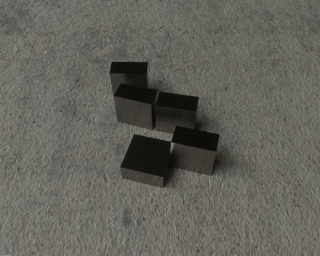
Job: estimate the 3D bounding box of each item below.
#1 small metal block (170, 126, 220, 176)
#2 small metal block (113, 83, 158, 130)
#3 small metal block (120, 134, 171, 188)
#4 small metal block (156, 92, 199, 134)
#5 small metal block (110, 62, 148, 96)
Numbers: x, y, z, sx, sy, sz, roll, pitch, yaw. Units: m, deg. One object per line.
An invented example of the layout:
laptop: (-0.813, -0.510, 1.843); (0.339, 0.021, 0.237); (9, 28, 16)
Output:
small metal block: (0.040, 0.027, 0.364); (0.050, 0.050, 0.025); (12, 51, 9)
small metal block: (-0.030, -0.028, 0.410); (0.050, 0.050, 0.025); (13, 52, 11)
small metal block: (-0.014, 0.039, 0.370); (0.050, 0.025, 0.050); (12, 51, 9)
small metal block: (0.022, -0.017, 0.401); (0.050, 0.050, 0.025); (9, 51, 7)
small metal block: (-0.042, -0.067, 0.443); (0.050, 0.050, 0.025); (1, 50, 0)
